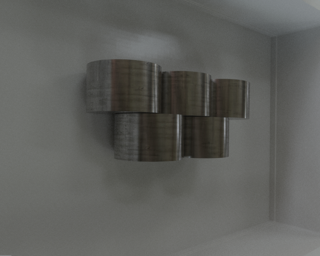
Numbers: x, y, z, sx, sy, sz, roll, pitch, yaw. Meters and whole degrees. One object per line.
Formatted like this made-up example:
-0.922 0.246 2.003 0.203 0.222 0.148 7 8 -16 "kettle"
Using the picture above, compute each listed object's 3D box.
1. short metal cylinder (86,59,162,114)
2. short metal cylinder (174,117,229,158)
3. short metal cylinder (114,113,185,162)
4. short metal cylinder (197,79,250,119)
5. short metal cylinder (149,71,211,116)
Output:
-0.039 -0.041 0.336 0.081 0.080 0.050 1 90 -40 "short metal cylinder"
0.051 0.012 0.411 0.081 0.080 0.050 1 90 -40 "short metal cylinder"
-0.012 0.010 0.358 0.081 0.080 0.050 1 90 -40 "short metal cylinder"
0.086 -0.038 0.440 0.081 0.080 0.050 2 89 -40 "short metal cylinder"
0.024 -0.039 0.388 0.081 0.080 0.050 1 90 -40 "short metal cylinder"
